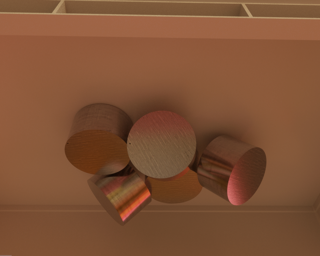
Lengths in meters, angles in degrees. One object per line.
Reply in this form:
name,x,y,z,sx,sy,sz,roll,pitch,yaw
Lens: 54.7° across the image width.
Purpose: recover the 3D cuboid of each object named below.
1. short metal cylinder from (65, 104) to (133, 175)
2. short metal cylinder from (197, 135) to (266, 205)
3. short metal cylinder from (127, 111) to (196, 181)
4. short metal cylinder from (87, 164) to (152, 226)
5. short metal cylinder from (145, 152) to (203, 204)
short metal cylinder,-0.077,0.016,0.402,0.081,0.050,0.079,0,130,0
short metal cylinder,0.096,0.055,0.412,0.081,0.050,0.079,-17,118,-36
short metal cylinder,0.004,0.024,0.382,0.080,0.080,0.050,-6,166,4
short metal cylinder,-0.057,0.090,0.438,0.050,0.080,0.080,-37,135,-25
short metal cylinder,0.019,0.064,0.446,0.081,0.050,0.079,0,130,0
